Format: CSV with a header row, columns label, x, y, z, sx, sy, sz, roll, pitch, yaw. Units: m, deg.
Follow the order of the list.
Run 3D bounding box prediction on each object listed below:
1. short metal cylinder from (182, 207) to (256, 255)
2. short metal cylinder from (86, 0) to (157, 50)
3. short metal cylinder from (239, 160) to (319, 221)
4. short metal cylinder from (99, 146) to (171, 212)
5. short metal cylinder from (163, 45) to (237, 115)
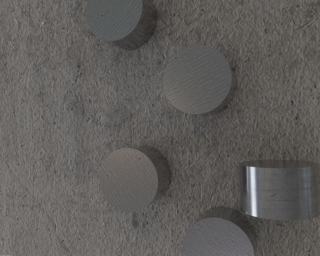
label,x,y,z,sx,sy,sz,roll,pitch,yaw
short metal cylinder,0.072,0.140,0.370,0.080,0.050,0.080,0,90,20
short metal cylinder,-0.050,-0.150,0.413,0.080,0.050,0.080,0,90,20
short metal cylinder,0.127,0.063,0.335,0.080,0.080,0.050,-2,90,20
short metal cylinder,-0.032,0.064,0.407,0.080,0.050,0.080,0,90,20
short metal cylinder,0.050,-0.056,0.378,0.080,0.050,0.080,0,90,20
